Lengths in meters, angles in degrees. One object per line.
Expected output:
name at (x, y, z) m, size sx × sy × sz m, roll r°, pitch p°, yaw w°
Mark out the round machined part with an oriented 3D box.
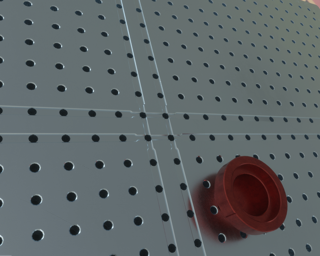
round machined part at (0.112, 0.089, 0.403) m, size 0.099 × 0.042 × 0.098 m, roll 14°, pitch 56°, yaw -21°
